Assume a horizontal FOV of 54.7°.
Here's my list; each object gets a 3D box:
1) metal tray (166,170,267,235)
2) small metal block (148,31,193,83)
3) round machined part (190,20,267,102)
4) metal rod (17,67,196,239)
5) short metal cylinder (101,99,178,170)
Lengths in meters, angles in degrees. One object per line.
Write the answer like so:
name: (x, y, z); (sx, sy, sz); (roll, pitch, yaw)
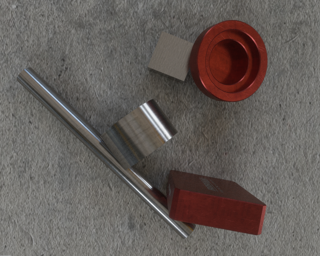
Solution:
metal tray: (0.056, 0.080, 0.358); (0.091, 0.130, 0.030); (11, 90, 0)
small metal block: (0.017, -0.092, 0.410); (0.050, 0.025, 0.050); (22, 90, -1)
round machined part: (0.082, -0.082, 0.393); (0.099, 0.042, 0.097); (-3, 97, -19)
metal rod: (-0.070, 0.033, 0.409); (0.300, 0.025, 0.025); (44, 90, -1)
short metal cylinder: (-0.025, 0.008, 0.382); (0.080, 0.080, 0.050); (-36, 90, 0)
